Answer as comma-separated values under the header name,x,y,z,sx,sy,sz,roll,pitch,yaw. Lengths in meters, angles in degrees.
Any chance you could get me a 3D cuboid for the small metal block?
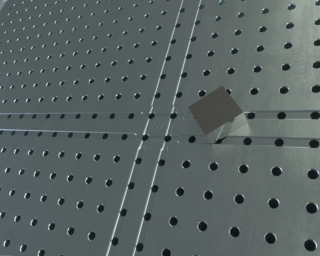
name,x,y,z,sx,sy,sz,roll,pitch,yaw
small metal block,0.071,-0.016,0.382,0.050,0.025,0.050,-32,51,7
